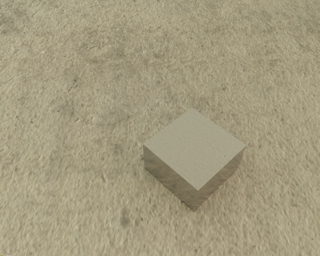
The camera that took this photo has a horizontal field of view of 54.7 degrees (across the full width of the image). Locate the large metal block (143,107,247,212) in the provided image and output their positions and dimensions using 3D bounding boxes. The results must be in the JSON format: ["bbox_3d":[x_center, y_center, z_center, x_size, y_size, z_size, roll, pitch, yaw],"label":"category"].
[{"bbox_3d":[0.038,0.034,0.359,0.080,0.050,0.080,-37,59,-27],"label":"large metal block"}]
